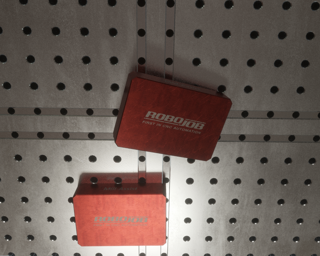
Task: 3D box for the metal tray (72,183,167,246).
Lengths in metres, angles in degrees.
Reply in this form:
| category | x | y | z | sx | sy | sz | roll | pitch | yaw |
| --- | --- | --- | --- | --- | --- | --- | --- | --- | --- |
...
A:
| category | x | y | z | sx | sy | sz | roll | pitch | yaw |
| --- | --- | --- | --- | --- | --- | --- | --- | --- | --- |
| metal tray | -0.056 | 0.129 | 0.457 | 0.131 | 0.030 | 0.089 | 0 | 110 | -1 |

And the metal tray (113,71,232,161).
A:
| category | x | y | z | sx | sy | sz | roll | pitch | yaw |
| --- | --- | --- | --- | --- | --- | --- | --- | --- | --- |
| metal tray | 0.015 | -0.012 | 0.393 | 0.131 | 0.030 | 0.089 | 11 | 110 | -17 |

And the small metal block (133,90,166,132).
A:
| category | x | y | z | sx | sy | sz | roll | pitch | yaw |
| --- | --- | --- | --- | --- | --- | --- | --- | --- | --- |
| small metal block | -0.011 | -0.022 | 0.405 | 0.050 | 0.025 | 0.050 | -3 | 110 | 0 |
